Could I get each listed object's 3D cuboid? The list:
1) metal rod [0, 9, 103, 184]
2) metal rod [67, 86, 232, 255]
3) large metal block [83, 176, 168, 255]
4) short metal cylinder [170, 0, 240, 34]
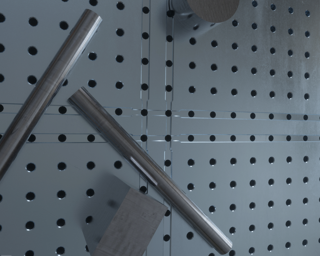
[{"bbox_3d":[-0.153,-0.009,0.356,0.025,0.025,0.300,32,80,-17],"label":"metal rod"},{"bbox_3d":[-0.004,0.065,0.410,0.025,0.025,0.300,-46,104,-14],"label":"metal rod"},{"bbox_3d":[-0.044,0.110,0.367,0.050,0.080,0.080,33,79,-17],"label":"large metal block"},{"bbox_3d":[0.060,-0.175,0.421,0.081,0.050,0.080,0,90,-20],"label":"short metal cylinder"}]
